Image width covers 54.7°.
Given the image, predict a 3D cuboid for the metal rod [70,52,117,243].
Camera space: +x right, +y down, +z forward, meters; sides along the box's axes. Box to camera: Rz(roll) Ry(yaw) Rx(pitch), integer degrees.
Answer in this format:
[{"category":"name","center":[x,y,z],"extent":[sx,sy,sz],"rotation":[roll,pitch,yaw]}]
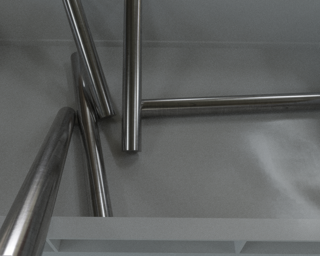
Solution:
[{"category":"metal rod","center":[-0.094,-0.001,0.404],"extent":[0.025,0.025,0.300],"rotation":[-11,51,-9]}]

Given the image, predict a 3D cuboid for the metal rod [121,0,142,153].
[{"category":"metal rod","center":[-0.037,-0.117,0.415],"extent":[0.025,0.025,0.299],"rotation":[0,78,-1]}]

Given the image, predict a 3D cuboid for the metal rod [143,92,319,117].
[{"category":"metal rod","center":[0.118,-0.034,0.434],"extent":[0.302,0.025,0.025],"rotation":[-3,50,-3]}]

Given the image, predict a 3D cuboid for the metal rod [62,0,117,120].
[{"category":"metal rod","center":[-0.117,-0.156,0.432],"extent":[0.025,0.025,0.299],"rotation":[-17,85,-14]}]

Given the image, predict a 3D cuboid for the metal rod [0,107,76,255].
[{"category":"metal rod","center":[-0.098,0.027,0.280],"extent":[0.025,0.025,0.300],"rotation":[-10,19,-8]}]
